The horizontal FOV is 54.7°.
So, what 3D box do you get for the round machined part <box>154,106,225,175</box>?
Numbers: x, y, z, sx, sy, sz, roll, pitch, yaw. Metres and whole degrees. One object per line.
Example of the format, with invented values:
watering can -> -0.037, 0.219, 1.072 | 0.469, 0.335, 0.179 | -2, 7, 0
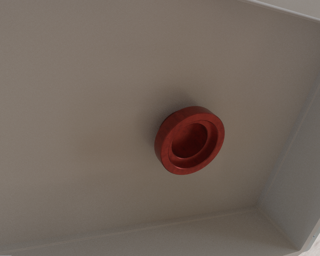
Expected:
round machined part -> 0.037, 0.013, 0.428 | 0.099, 0.042, 0.097 | -14, 125, -21
